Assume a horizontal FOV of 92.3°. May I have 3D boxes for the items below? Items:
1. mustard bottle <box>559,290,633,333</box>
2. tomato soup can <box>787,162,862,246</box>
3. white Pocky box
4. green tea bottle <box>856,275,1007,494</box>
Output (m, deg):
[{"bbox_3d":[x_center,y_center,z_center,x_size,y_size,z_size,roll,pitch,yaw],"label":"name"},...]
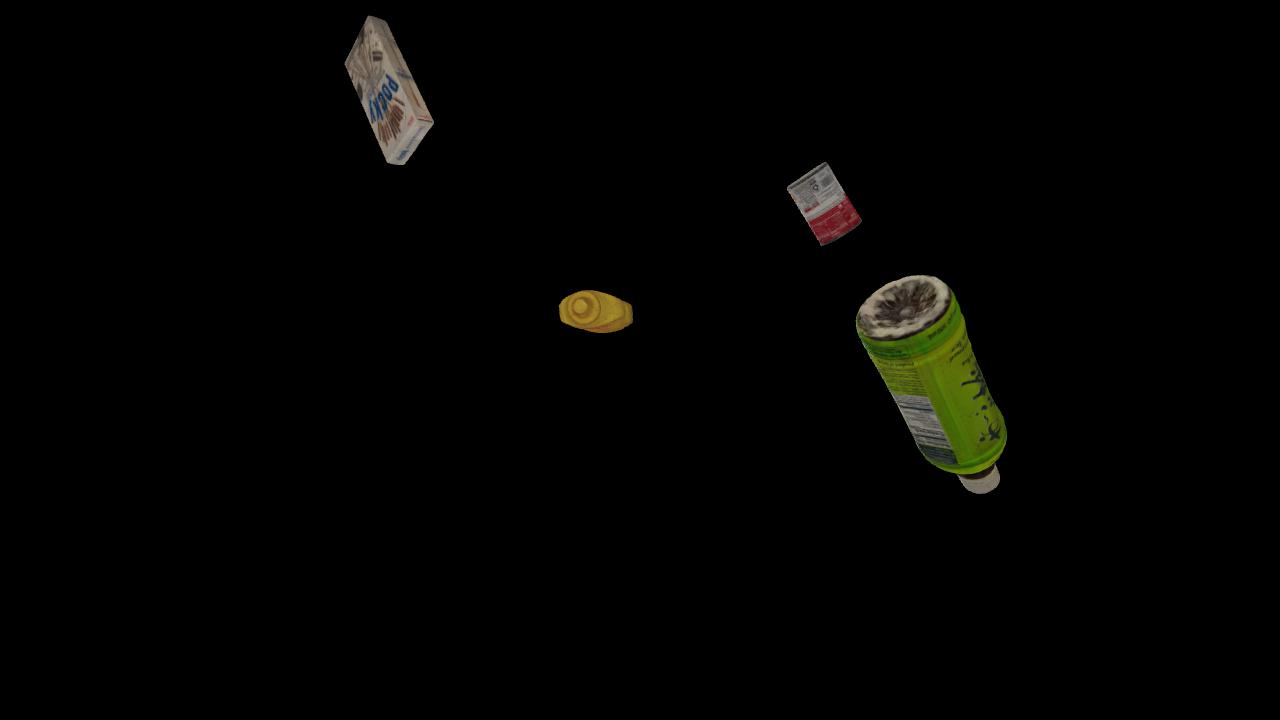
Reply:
[{"bbox_3d":[-0.064,-0.067,0.847,0.092,0.054,0.184,3,1,6],"label":"mustard bottle"},{"bbox_3d":[0.268,-0.228,0.901,0.068,0.101,0.068,-34,9,6],"label":"tomato soup can"},{"bbox_3d":[-0.309,-0.327,0.752,0.084,0.154,0.028,-33,-12,37],"label":"white Pocky box"},{"bbox_3d":[0.239,0.033,0.485,0.073,0.073,0.212,0,-44,45],"label":"green tea bottle"}]
